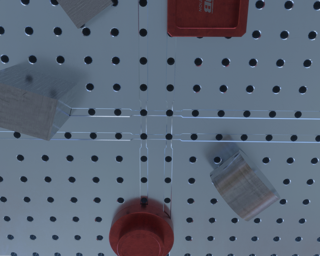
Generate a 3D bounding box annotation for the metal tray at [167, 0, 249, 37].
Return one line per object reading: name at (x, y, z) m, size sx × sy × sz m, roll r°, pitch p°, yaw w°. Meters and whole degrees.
metal tray at (0.054, -0.171, 0.348) m, size 0.091 × 0.030 × 0.129 m, roll 0°, pitch 110°, yaw 0°

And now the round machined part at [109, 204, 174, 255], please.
round machined part at (-0.028, 0.168, 0.466) m, size 0.099 × 0.042 × 0.097 m, roll 0°, pitch 110°, yaw 0°

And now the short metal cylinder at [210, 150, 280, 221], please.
short metal cylinder at (0.112, 0.076, 0.413) m, size 0.050 × 0.080 × 0.080 m, roll -42°, pitch 105°, yaw 14°

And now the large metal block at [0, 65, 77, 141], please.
large metal block at (-0.154, -0.033, 0.370) m, size 0.080 × 0.080 × 0.050 m, roll 17°, pitch 109°, yaw -6°

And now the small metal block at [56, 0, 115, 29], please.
small metal block at (-0.088, -0.151, 0.357) m, size 0.050 × 0.025 × 0.050 m, roll -33°, pitch 107°, yaw 11°
